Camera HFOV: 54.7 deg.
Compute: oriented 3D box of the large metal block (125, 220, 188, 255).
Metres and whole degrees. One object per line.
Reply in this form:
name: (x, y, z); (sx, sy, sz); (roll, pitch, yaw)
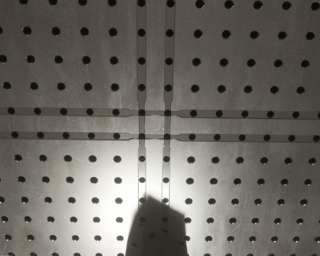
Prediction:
large metal block: (-0.005, 0.197, 0.457); (0.080, 0.080, 0.050); (32, 107, -11)
